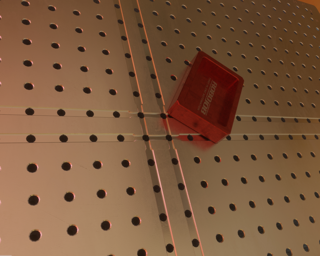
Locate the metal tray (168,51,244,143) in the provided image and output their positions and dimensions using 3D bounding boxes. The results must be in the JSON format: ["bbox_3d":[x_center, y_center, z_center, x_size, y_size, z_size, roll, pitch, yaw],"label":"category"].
[{"bbox_3d":[0.075,-0.051,0.478,0.090,0.030,0.130,31,51,-9],"label":"metal tray"}]
